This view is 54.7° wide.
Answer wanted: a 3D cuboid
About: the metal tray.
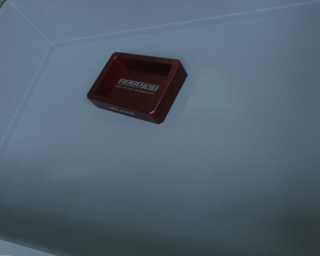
[{"bbox_3d":[-0.036,-0.063,0.458,0.130,0.030,0.090,16,70,34],"label":"metal tray"}]
